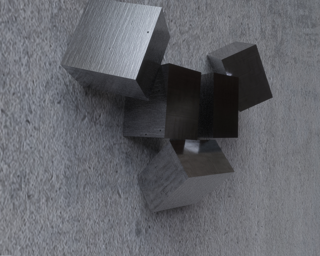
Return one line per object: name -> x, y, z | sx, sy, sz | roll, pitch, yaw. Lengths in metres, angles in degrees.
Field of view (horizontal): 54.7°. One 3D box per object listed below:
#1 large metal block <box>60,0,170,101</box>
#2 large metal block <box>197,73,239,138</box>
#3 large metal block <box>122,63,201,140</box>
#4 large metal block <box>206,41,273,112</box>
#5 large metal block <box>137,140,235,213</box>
large metal block -> -0.043, -0.082, 0.324 | 0.050, 0.080, 0.080 | 59, 47, -69
large metal block -> 0.058, -0.028, 0.422 | 0.050, 0.080, 0.079 | 1, 90, -40
large metal block -> 0.000, -0.028, 0.373 | 0.050, 0.080, 0.080 | 6, 86, -40
large metal block -> 0.116, -0.079, 0.462 | 0.050, 0.080, 0.080 | -24, 109, 2
large metal block -> 0.031, 0.059, 0.391 | 0.081, 0.080, 0.050 | 1, 50, -40
